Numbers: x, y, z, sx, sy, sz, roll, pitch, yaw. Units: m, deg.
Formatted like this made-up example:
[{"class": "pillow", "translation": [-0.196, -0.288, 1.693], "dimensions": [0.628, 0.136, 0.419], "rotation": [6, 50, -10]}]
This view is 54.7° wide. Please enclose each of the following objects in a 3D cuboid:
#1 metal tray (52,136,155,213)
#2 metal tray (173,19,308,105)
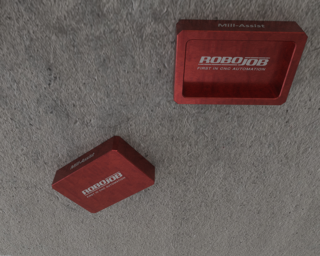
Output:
[{"class": "metal tray", "translation": [-0.084, 0.074, 0.466], "dimensions": [0.130, 0.030, 0.090], "rotation": [-30, 124, 23]}, {"class": "metal tray", "translation": [0.082, -0.070, 0.344], "dimensions": [0.131, 0.030, 0.089], "rotation": [1, 130, -1]}]
